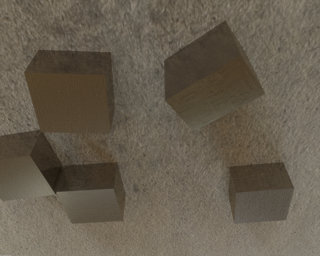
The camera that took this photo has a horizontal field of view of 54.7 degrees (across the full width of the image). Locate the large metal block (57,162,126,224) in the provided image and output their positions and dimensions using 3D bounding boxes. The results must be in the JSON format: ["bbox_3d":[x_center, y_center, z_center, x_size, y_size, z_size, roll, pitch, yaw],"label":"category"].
[{"bbox_3d":[-0.101,0.101,0.475,0.080,0.050,0.079,-4,130,3],"label":"large metal block"}]

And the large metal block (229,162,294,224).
[{"bbox_3d":[0.152,0.102,0.480,0.080,0.050,0.080,-5,130,4],"label":"large metal block"}]

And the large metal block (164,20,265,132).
[{"bbox_3d":[0.052,-0.055,0.325,0.080,0.080,0.050,-29,125,22],"label":"large metal block"}]

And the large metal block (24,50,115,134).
[{"bbox_3d":[-0.097,-0.040,0.355,0.081,0.050,0.079,1,130,-2],"label":"large metal block"}]

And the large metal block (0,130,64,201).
[{"bbox_3d":[-0.194,0.054,0.434,0.080,0.050,0.080,-8,130,6],"label":"large metal block"}]
